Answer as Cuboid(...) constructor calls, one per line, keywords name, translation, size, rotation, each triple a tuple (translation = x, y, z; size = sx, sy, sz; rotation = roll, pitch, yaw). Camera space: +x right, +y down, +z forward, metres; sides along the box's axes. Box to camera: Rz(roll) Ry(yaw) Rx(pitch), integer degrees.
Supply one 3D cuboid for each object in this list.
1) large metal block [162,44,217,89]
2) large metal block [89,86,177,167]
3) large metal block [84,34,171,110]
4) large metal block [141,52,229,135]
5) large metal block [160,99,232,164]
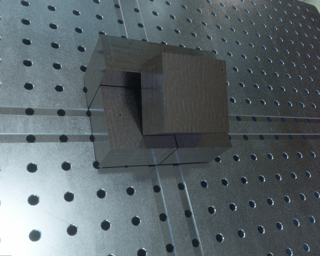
Cuboid(name="large metal block", translation=(0.028, -0.064, 0.427), size=(0.081, 0.080, 0.050), rotation=(1, 62, -28))
Cuboid(name="large metal block", translation=(-0.035, -0.001, 0.373), size=(0.081, 0.050, 0.080), rotation=(1, 62, -28))
Cuboid(name="large metal block", translation=(-0.044, -0.065, 0.389), size=(0.081, 0.080, 0.050), rotation=(1, 62, -28))
Cuboid(name="large metal block", translation=(0.027, -0.033, 0.343), size=(0.081, 0.050, 0.080), rotation=(0, 86, -29))
Cuboid(name="large metal block", translation=(0.038, 0.000, 0.411), size=(0.081, 0.050, 0.080), rotation=(1, 62, -28))
